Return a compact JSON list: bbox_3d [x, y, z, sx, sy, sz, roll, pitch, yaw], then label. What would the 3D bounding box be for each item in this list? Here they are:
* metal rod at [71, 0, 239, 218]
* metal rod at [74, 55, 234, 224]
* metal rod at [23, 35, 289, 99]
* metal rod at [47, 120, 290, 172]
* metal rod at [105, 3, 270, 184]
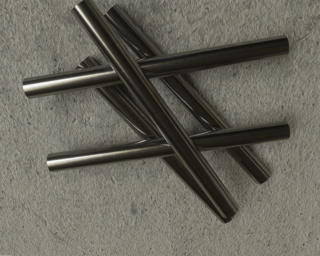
[{"bbox_3d":[0.006,-0.009,0.355,0.025,0.025,0.299,-33,107,11],"label":"metal rod"},{"bbox_3d":[0.002,0.026,0.420,0.025,0.025,0.300,-39,106,13],"label":"metal rod"},{"bbox_3d":[-0.007,-0.070,0.359,0.302,0.025,0.025,-9,110,2],"label":"metal rod"},{"bbox_3d":[0.009,0.024,0.394,0.302,0.025,0.025,-8,110,2],"label":"metal rod"},{"bbox_3d":[0.043,-0.033,0.399,0.025,0.025,0.300,-41,106,13],"label":"metal rod"}]
